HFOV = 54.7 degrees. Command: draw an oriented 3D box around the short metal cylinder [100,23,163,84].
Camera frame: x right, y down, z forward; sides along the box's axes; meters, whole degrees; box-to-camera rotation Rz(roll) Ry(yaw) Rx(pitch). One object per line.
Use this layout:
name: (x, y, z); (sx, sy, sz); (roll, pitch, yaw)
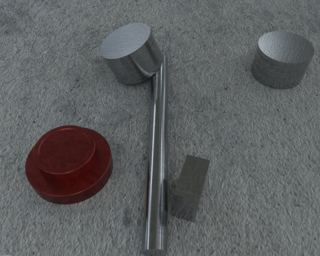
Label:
short metal cylinder: (-0.042, -0.112, 0.464); (0.080, 0.050, 0.080); (-14, 48, 16)

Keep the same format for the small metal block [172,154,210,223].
small metal block: (0.033, 0.065, 0.332); (0.025, 0.050, 0.050); (14, 52, 12)

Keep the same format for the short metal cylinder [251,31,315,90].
short metal cylinder: (0.186, -0.105, 0.476); (0.081, 0.050, 0.080); (0, 50, 0)

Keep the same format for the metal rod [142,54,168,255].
metal rod: (-0.002, 0.007, 0.397); (0.025, 0.025, 0.300); (1, 50, 1)

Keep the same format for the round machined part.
round machined part: (-0.107, 0.035, 0.362); (0.099, 0.042, 0.098); (0, 50, 0)
